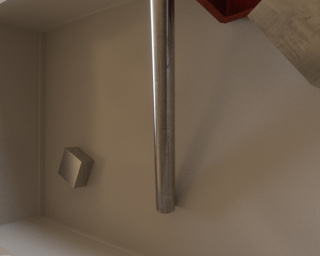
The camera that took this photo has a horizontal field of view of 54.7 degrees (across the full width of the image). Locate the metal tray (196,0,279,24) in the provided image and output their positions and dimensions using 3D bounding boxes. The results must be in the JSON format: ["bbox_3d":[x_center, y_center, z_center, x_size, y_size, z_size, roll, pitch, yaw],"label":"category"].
[{"bbox_3d":[0.093,-0.147,0.283,0.130,0.090,0.030,-7,73,39],"label":"metal tray"}]

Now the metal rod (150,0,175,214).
[{"bbox_3d":[0.004,-0.035,0.345,0.025,0.025,0.298,17,118,38],"label":"metal rod"}]

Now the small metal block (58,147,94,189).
[{"bbox_3d":[-0.142,0.065,0.521,0.050,0.025,0.050,31,109,35],"label":"small metal block"}]

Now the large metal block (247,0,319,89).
[{"bbox_3d":[0.133,-0.078,0.261,0.050,0.081,0.080,-46,63,30],"label":"large metal block"}]
